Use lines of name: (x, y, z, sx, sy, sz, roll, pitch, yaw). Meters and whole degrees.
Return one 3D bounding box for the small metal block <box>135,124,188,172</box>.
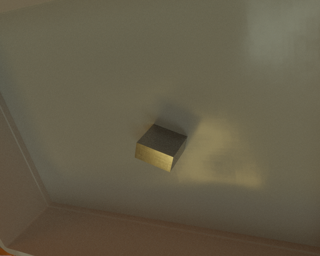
small metal block: (0.002, 0.025, 0.406, 0.050, 0.050, 0.025, 21, 126, 15)
